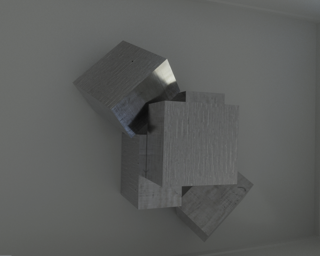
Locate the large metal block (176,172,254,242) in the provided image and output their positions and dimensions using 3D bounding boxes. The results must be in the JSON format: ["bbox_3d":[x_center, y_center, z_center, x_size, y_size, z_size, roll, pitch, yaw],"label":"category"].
[{"bbox_3d":[0.067,0.094,0.396,0.080,0.080,0.050,-43,69,-15],"label":"large metal block"}]

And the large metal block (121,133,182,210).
[{"bbox_3d":[-0.013,0.047,0.375,0.050,0.080,0.080,1,90,-20],"label":"large metal block"}]

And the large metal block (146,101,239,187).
[{"bbox_3d":[0.033,0.015,0.322,0.081,0.050,0.080,2,90,-20],"label":"large metal block"}]

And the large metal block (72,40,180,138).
[{"bbox_3d":[-0.038,-0.047,0.358,0.080,0.080,0.050,-45,139,-15],"label":"large metal block"}]

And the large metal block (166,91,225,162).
[{"bbox_3d":[0.038,-0.001,0.392,0.050,0.080,0.080,1,90,-20],"label":"large metal block"}]
